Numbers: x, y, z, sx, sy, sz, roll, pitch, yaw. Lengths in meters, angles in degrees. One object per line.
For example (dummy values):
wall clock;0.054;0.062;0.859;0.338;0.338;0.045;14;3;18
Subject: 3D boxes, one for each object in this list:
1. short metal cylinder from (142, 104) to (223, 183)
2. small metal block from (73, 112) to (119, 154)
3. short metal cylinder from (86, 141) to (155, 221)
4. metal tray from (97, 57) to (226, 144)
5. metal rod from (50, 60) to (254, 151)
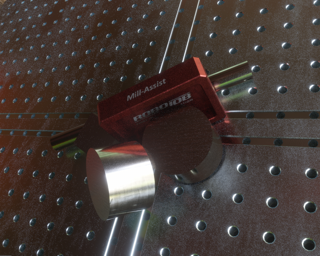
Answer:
short metal cylinder;0.027;0.019;0.355;0.080;0.050;0.080;-8;67;21
small metal block;-0.081;0.014;0.421;0.050;0.025;0.050;33;96;19
short metal cylinder;-0.047;0.058;0.348;0.050;0.079;0.080;-9;45;-28
metal tray;0.004;-0.021;0.373;0.130;0.090;0.030;-24;53;13
metal rod;-0.023;-0.025;0.431;0.301;0.025;0.025;-19;54;16
